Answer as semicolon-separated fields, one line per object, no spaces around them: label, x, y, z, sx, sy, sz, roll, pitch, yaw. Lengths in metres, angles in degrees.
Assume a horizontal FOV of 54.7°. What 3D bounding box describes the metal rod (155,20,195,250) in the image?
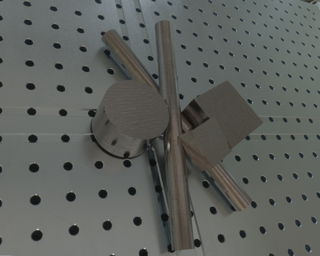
metal rod;0.015;-0.007;0.391;0.025;0.025;0.299;6;67;-25

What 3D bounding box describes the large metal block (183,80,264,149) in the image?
large metal block;0.085;-0.011;0.439;0.081;0.050;0.080;-31;79;-38

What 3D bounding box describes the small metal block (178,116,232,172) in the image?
small metal block;0.057;0.019;0.382;0.050;0.025;0.050;-30;93;-46

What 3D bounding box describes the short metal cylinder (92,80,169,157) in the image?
short metal cylinder;-0.036;-0.011;0.375;0.081;0.050;0.080;14;56;-21

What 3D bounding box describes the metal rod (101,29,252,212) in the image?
metal rod;0.018;-0.015;0.423;0.025;0.025;0.300;-32;80;-38
